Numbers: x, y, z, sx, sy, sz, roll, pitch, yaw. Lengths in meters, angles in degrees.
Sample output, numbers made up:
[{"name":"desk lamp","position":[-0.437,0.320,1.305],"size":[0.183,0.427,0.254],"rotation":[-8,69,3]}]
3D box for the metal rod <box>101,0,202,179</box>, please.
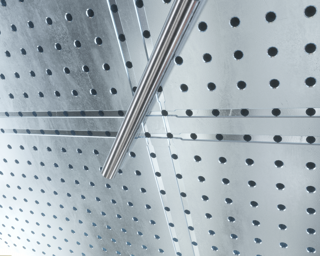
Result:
[{"name":"metal rod","position":[-0.026,-0.031,0.403],"size":[0.025,0.025,0.298],"rotation":[33,129,6]}]
